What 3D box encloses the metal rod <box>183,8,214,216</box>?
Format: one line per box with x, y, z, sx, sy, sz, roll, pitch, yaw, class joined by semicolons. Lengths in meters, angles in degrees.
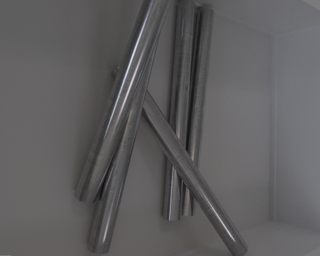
0.053;-0.026;0.450;0.025;0.025;0.298;11;83;-40;metal rod

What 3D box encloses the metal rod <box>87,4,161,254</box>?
-0.035;-0.009;0.348;0.025;0.025;0.298;13;90;-39;metal rod

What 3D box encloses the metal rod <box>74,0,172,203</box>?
-0.027;-0.058;0.304;0.025;0.025;0.298;10;108;-40;metal rod

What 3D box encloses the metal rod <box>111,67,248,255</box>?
0.032;0.049;0.400;0.025;0.025;0.299;-41;105;-32;metal rod

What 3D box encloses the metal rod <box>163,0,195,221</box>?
0.027;-0.026;0.428;0.025;0.025;0.298;7;86;-40;metal rod
